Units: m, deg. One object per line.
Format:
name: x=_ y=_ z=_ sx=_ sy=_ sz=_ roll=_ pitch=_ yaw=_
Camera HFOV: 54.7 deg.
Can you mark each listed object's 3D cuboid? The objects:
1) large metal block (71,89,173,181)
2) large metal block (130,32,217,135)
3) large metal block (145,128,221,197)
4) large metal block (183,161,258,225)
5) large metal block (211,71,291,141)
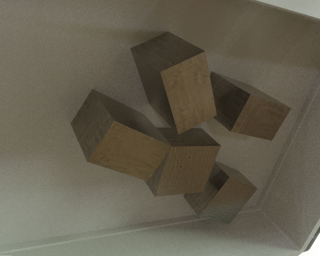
large metal block: x=-0.046 y=0.008 z=0.354 sx=0.080 sy=0.080 sz=0.050 roll=26 pitch=104 yaw=-38
large metal block: x=0.015 y=-0.053 z=0.350 sx=0.050 sy=0.080 sz=0.080 roll=-27 pitch=128 yaw=-12
large metal block: x=0.028 y=0.047 z=0.438 sx=0.081 sy=0.050 sz=0.079 roll=1 pitch=118 yaw=-29
large metal block: x=0.101 y=0.108 z=0.517 sx=0.080 sy=0.050 sz=0.080 roll=25 pitch=104 yaw=-37
large metal block: x=0.111 y=-0.030 z=0.417 sx=0.081 sy=0.080 sz=0.050 roll=11 pitch=113 yaw=-34
